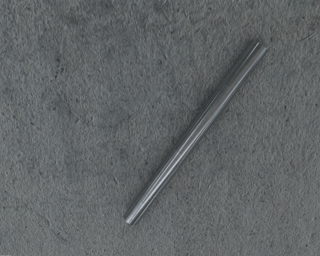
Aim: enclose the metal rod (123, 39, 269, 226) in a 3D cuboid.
[{"bbox_3d":[0.039,0.017,0.416,0.025,0.025,0.299,32,107,-11],"label":"metal rod"}]
